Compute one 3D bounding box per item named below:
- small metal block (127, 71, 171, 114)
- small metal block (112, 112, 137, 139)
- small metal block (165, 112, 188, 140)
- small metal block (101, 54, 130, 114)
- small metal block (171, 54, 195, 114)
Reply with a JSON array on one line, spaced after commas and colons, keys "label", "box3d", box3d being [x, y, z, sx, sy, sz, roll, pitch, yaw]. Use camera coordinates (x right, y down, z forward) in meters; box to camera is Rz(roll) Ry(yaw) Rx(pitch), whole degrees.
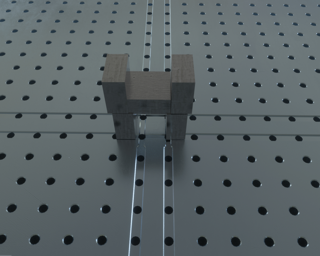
[{"label": "small metal block", "box3d": [-0.013, -0.044, 0.380, 0.050, 0.025, 0.050, 1, 50, 0]}, {"label": "small metal block", "box3d": [-0.045, -0.020, 0.407, 0.025, 0.050, 0.050, 1, 50, 0]}, {"label": "small metal block", "box3d": [0.020, -0.020, 0.408, 0.025, 0.050, 0.050, -1, 50, -1]}, {"label": "small metal block", "box3d": [-0.050, -0.052, 0.369, 0.025, 0.050, 0.050, 0, 50, 0]}, {"label": "small metal block", "box3d": [0.026, -0.052, 0.369, 0.025, 0.050, 0.050, 0, 50, 0]}]
